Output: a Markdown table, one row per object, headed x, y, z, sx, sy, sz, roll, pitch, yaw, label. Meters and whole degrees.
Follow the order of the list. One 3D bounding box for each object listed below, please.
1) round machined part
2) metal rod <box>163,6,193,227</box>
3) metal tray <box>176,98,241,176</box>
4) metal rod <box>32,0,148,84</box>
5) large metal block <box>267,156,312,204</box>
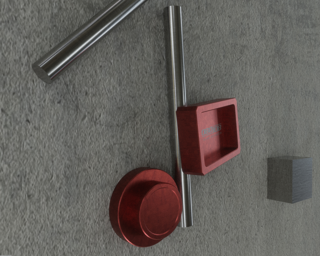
| x | y | z | sx | sy | sz | roll | pitch | yaw | label |
| --- | --- | --- | --- | --- | --- | --- | --- | --- | --- |
| -0.010 | 0.100 | 0.387 | 0.099 | 0.042 | 0.097 | 0 | 90 | -40 | round machined part |
| 0.026 | -0.013 | 0.428 | 0.025 | 0.025 | 0.298 | -6 | 94 | -40 | metal rod |
| 0.074 | 0.007 | 0.445 | 0.131 | 0.030 | 0.089 | -16 | 102 | -53 | metal tray |
| -0.034 | -0.157 | 0.377 | 0.301 | 0.025 | 0.025 | -51 | 120 | -28 | metal rod |
| 0.255 | 0.098 | 0.606 | 0.081 | 0.050 | 0.079 | 1 | 90 | -40 | large metal block |
